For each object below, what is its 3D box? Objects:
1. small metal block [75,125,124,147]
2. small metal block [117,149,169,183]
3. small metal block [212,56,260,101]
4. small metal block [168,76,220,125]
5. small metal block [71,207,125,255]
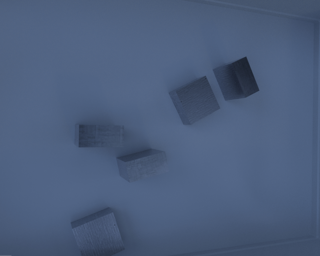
[{"bbox_3d":[-0.074,0.009,0.371,0.050,0.050,0.025,1,90,-20],"label":"small metal block"},{"bbox_3d":[-0.023,0.046,0.390,0.050,0.050,0.025,-13,95,-20],"label":"small metal block"},{"bbox_3d":[0.106,-0.068,0.438,0.025,0.050,0.050,-27,99,-18],"label":"small metal block"},{"bbox_3d":[0.048,-0.038,0.429,0.050,0.025,0.050,-29,100,-18],"label":"small metal block"},{"bbox_3d":[-0.077,0.134,0.383,0.050,0.025,0.050,-18,97,-19],"label":"small metal block"}]
